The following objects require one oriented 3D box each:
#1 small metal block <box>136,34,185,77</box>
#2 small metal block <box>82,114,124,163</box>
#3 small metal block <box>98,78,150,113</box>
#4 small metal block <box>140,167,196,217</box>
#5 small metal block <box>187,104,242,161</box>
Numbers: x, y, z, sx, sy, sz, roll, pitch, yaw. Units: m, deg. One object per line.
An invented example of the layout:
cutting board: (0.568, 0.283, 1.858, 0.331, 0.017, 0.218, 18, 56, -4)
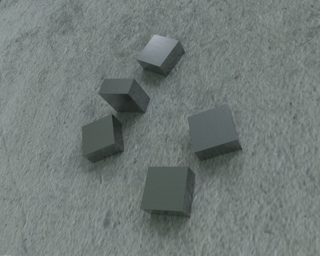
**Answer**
small metal block: (0.001, -0.110, 0.470, 0.050, 0.025, 0.050, 26, 76, 36)
small metal block: (-0.081, 0.015, 0.435, 0.050, 0.025, 0.050, -22, 54, 14)
small metal block: (-0.050, -0.045, 0.440, 0.050, 0.050, 0.025, 4, 64, 29)
small metal block: (0.010, 0.072, 0.353, 0.050, 0.025, 0.050, -4, 60, 26)
small metal block: (0.064, 0.006, 0.366, 0.050, 0.025, 0.050, -19, 54, 16)
